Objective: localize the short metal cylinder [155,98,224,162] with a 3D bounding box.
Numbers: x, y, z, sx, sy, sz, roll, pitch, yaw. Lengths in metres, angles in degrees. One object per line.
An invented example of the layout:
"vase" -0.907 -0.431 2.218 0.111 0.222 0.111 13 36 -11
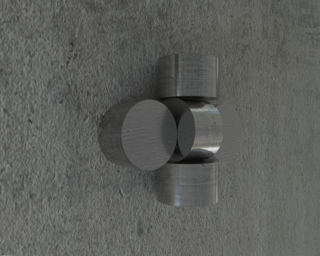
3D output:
"short metal cylinder" 0.034 0.003 0.399 0.050 0.080 0.080 1 90 -40

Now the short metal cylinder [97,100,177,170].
"short metal cylinder" -0.026 0.008 0.368 0.081 0.050 0.080 0 90 -41

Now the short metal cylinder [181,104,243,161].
"short metal cylinder" 0.075 0.005 0.452 0.081 0.050 0.080 -1 91 -40

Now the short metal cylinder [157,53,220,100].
"short metal cylinder" 0.037 -0.063 0.402 0.081 0.080 0.050 0 90 -40

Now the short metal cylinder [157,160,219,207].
"short metal cylinder" 0.036 0.067 0.401 0.081 0.080 0.050 0 90 -40
